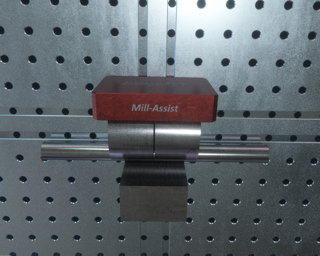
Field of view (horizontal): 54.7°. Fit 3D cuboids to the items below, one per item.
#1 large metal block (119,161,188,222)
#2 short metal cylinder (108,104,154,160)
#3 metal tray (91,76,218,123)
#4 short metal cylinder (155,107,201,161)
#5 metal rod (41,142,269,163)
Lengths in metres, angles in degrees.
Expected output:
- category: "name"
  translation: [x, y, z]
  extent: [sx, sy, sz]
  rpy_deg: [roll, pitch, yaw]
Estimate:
- category: "large metal block"
  translation: [-0.008, 0.077, 0.408]
  extent: [0.081, 0.080, 0.050]
  rpy_deg: [1, 110, -1]
- category: "short metal cylinder"
  translation: [-0.033, -0.001, 0.381]
  extent: [0.050, 0.080, 0.079]
  rpy_deg: [1, 110, 0]
- category: "metal tray"
  translation: [-0.005, -0.036, 0.361]
  extent: [0.131, 0.090, 0.030]
  rpy_deg: [1, 110, -1]
- category: "short metal cylinder"
  translation: [0.020, 0.000, 0.381]
  extent: [0.050, 0.080, 0.079]
  rpy_deg: [2, 110, -1]
- category: "metal rod"
  translation: [-0.006, 0.033, 0.421]
  extent: [0.302, 0.025, 0.025]
  rpy_deg: [1, 110, -1]
